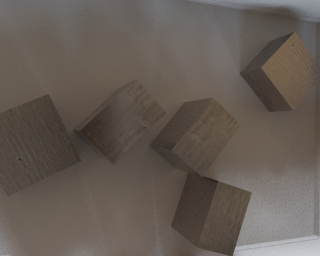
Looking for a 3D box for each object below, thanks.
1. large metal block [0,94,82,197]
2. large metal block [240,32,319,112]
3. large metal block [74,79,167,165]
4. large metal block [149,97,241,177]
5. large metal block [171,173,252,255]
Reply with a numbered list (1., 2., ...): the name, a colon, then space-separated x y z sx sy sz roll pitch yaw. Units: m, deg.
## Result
1. large metal block: -0.145 0.017 0.344 0.081 0.050 0.080 -27 99 -18
2. large metal block: 0.182 -0.081 0.464 0.080 0.050 0.080 -46 104 -14
3. large metal block: -0.050 -0.007 0.363 0.080 0.080 0.050 -45 104 -14
4. large metal block: 0.042 0.010 0.397 0.050 0.080 0.080 43 77 -15
5. large metal block: 0.064 0.108 0.405 0.050 0.080 0.080 21 83 -19
